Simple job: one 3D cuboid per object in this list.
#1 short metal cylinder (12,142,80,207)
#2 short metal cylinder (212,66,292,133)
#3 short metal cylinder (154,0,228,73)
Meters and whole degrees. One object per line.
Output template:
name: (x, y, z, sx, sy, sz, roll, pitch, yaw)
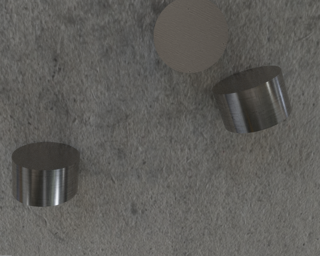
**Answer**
short metal cylinder: (-0.146, 0.057, 0.399, 0.081, 0.080, 0.050, 8, 110, -3)
short metal cylinder: (0.109, -0.035, 0.369, 0.080, 0.080, 0.050, -20, 109, 7)
short metal cylinder: (0.033, -0.108, 0.357, 0.081, 0.050, 0.079, 0, 110, -1)
